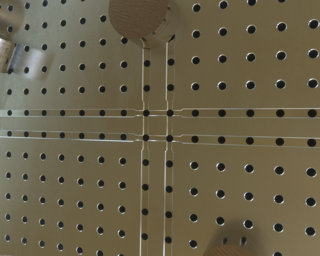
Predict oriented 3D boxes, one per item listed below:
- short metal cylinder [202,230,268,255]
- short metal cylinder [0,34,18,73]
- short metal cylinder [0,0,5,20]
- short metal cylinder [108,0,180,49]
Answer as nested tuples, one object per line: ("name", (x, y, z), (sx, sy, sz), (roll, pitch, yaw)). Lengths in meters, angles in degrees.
("short metal cylinder", (0.089, 0.170, 0.368), (0.080, 0.050, 0.079), (0, 90, 20))
("short metal cylinder", (-0.270, -0.124, 0.479), (0.080, 0.080, 0.050), (27, 99, 18))
("short metal cylinder", (-0.306, -0.208, 0.507), (0.080, 0.050, 0.080), (0, 90, 20))
("short metal cylinder", (-0.020, -0.150, 0.406), (0.080, 0.050, 0.080), (0, 90, 20))
